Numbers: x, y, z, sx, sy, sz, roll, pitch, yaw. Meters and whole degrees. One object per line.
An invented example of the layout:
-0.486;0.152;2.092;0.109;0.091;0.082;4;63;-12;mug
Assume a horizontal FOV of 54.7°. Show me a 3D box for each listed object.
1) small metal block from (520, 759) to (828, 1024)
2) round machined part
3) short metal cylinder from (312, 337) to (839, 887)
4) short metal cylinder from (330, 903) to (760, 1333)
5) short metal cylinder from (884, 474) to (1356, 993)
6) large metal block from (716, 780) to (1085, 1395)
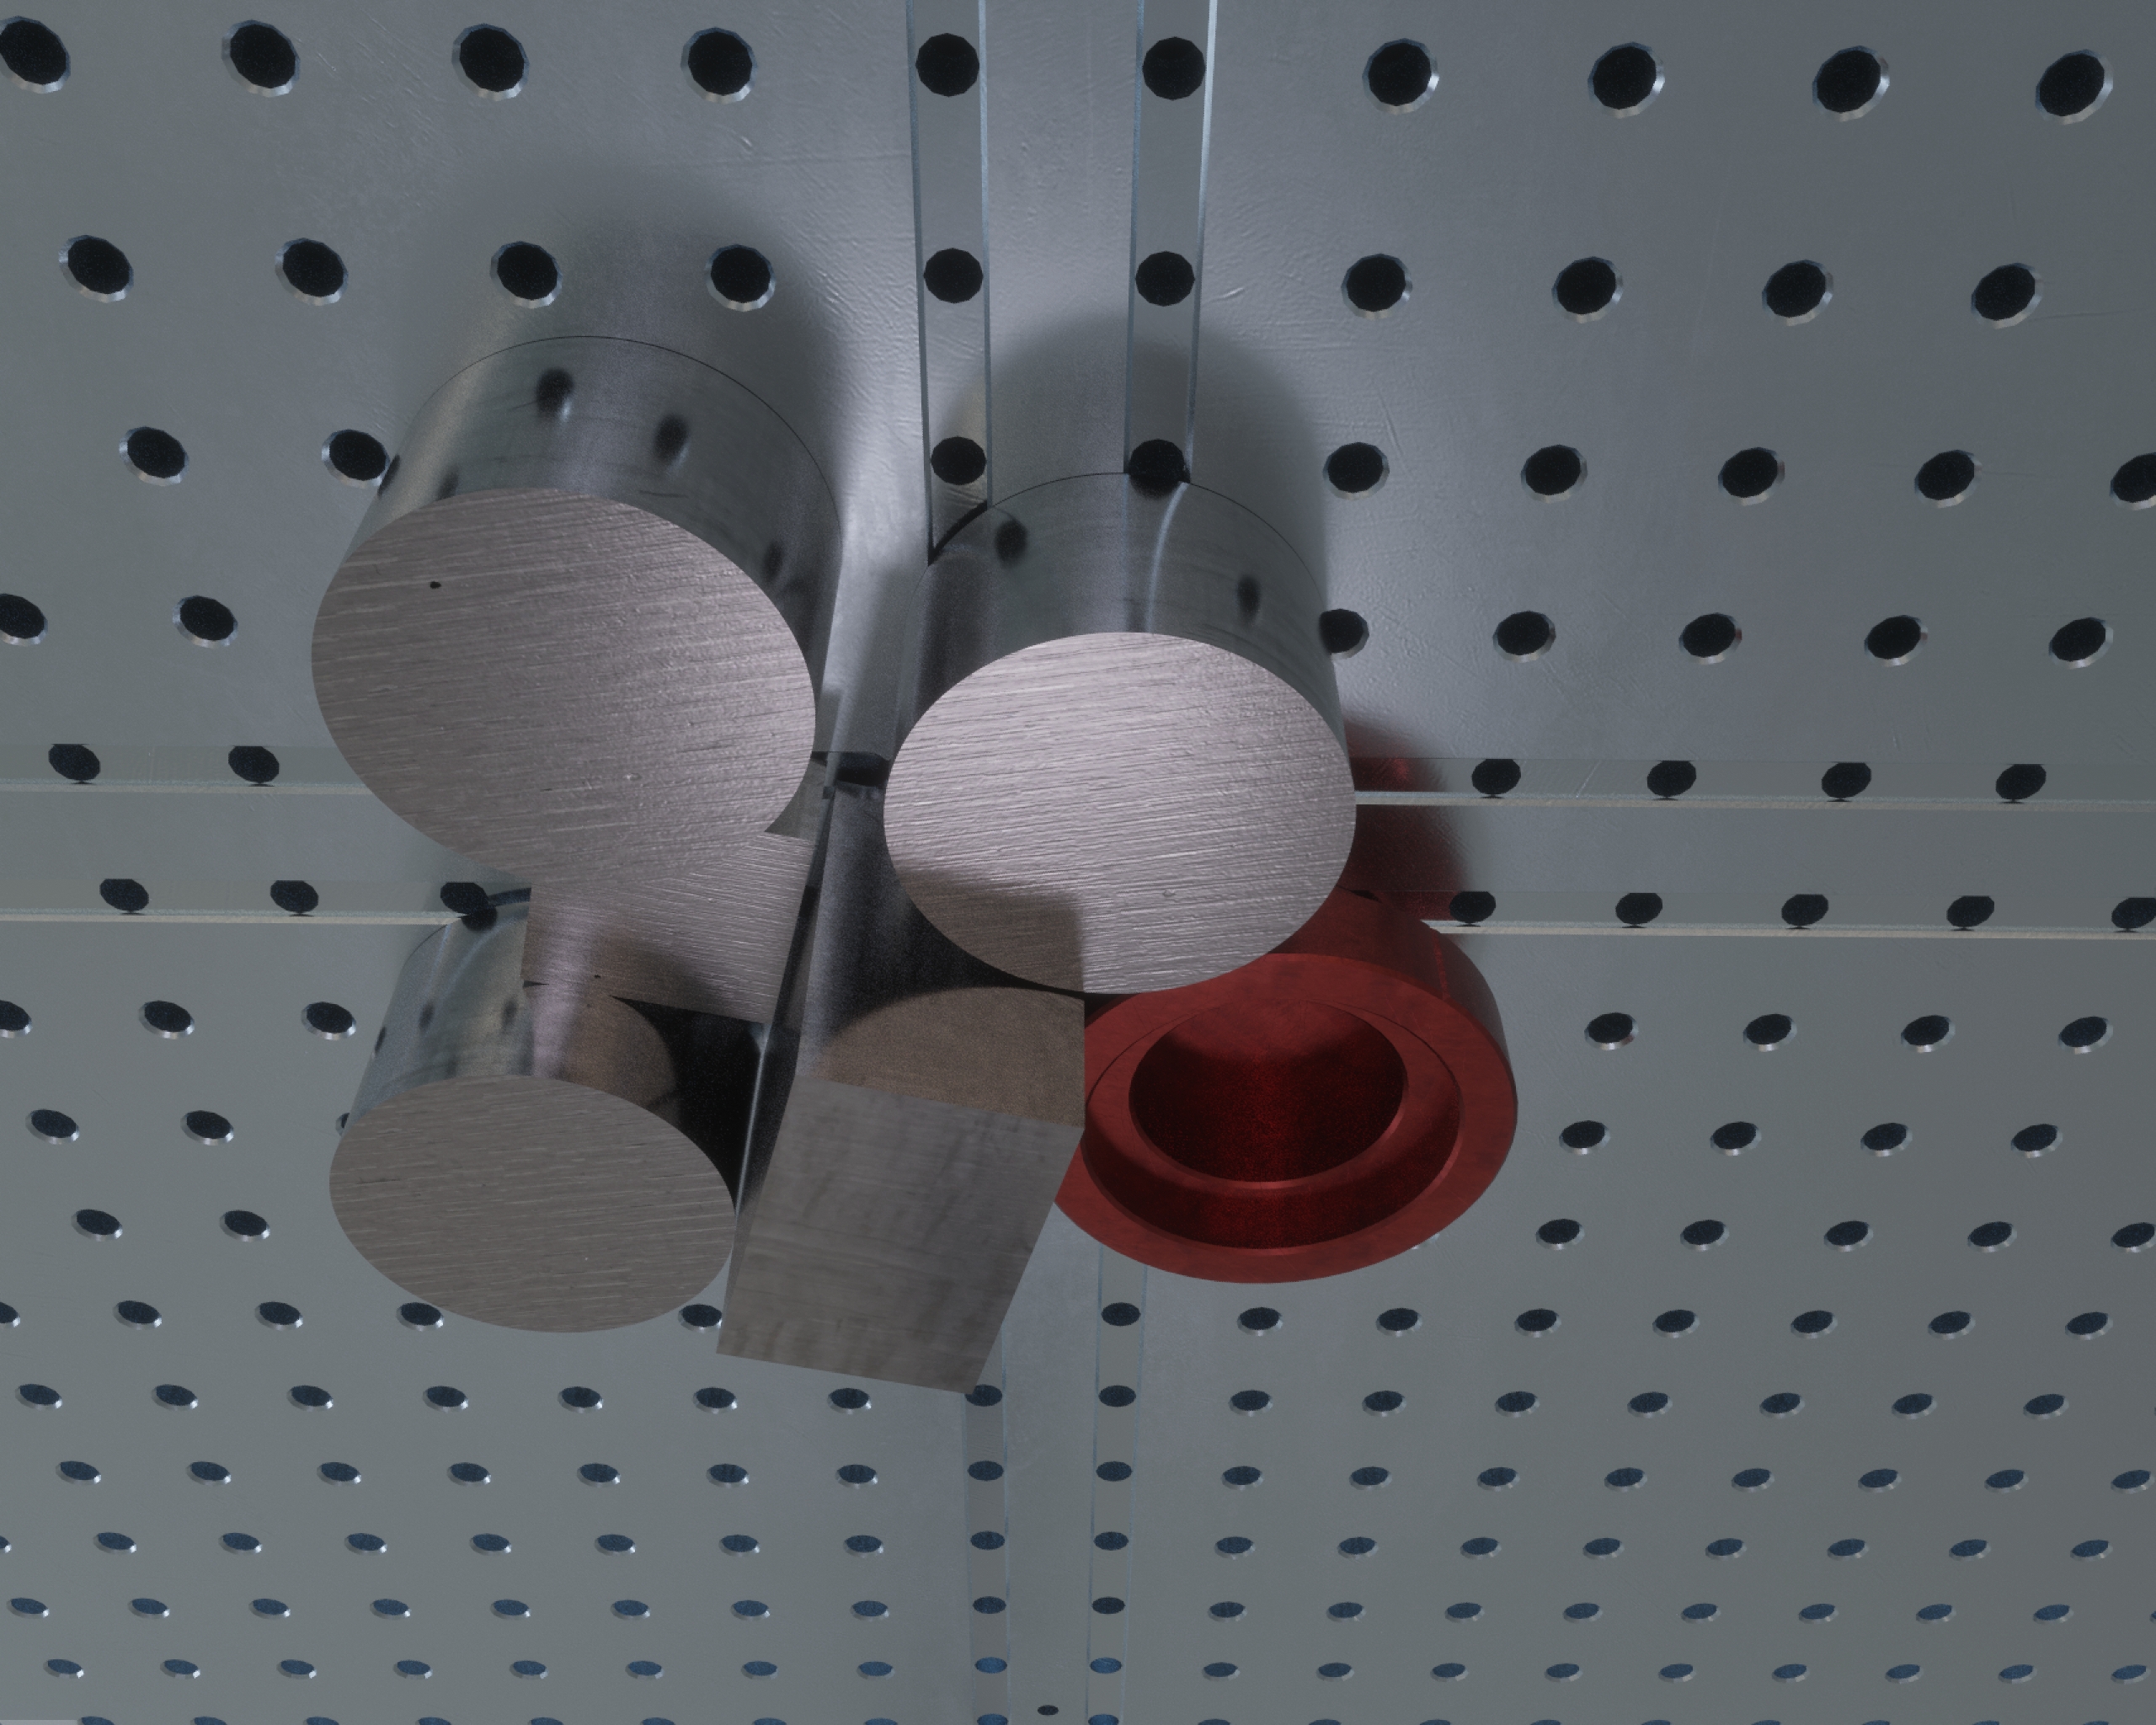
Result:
-0.080;0.002;0.412;0.050;0.025;0.050;11;129;-10;small metal block
0.039;0.041;0.435;0.099;0.042;0.097;0;130;0;round machined part
-0.083;-0.042;0.358;0.081;0.050;0.079;0;130;0;short metal cylinder
-0.110;0.054;0.440;0.081;0.050;0.079;0;130;0;short metal cylinder
0.007;-0.022;0.376;0.081;0.050;0.079;0;130;0;short metal cylinder
-0.034;0.044;0.408;0.050;0.080;0.079;12;129;-10;large metal block
